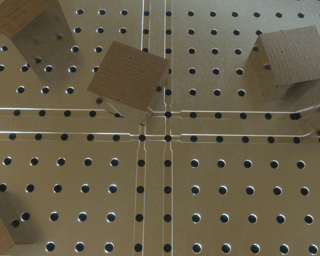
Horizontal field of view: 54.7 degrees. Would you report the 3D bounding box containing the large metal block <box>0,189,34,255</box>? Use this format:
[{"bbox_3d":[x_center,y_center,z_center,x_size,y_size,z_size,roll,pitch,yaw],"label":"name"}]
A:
[{"bbox_3d":[-0.208,0.123,0.351,0.080,0.050,0.080,-34,74,-12],"label":"large metal block"}]

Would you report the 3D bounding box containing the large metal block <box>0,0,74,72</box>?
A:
[{"bbox_3d":[-0.177,-0.139,0.431,0.050,0.080,0.080,38,74,12],"label":"large metal block"}]

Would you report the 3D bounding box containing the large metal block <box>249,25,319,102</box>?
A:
[{"bbox_3d":[0.182,-0.089,0.433,0.081,0.050,0.080,-11,71,-4],"label":"large metal block"}]

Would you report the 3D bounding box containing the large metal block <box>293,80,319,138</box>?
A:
[{"bbox_3d":[0.232,-0.028,0.396,0.081,0.080,0.050,-8,71,-3],"label":"large metal block"}]

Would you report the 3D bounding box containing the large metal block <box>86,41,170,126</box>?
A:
[{"bbox_3d":[-0.040,-0.060,0.420,0.080,0.050,0.080,21,71,7],"label":"large metal block"}]
